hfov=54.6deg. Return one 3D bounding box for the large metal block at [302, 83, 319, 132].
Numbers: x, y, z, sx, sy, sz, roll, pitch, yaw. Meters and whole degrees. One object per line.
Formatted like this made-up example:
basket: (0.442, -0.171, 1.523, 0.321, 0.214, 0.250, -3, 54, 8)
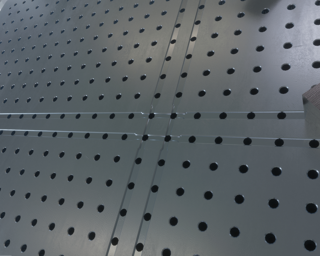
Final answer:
large metal block: (0.200, -0.017, 0.298, 0.080, 0.050, 0.080, -34, 51, 5)
